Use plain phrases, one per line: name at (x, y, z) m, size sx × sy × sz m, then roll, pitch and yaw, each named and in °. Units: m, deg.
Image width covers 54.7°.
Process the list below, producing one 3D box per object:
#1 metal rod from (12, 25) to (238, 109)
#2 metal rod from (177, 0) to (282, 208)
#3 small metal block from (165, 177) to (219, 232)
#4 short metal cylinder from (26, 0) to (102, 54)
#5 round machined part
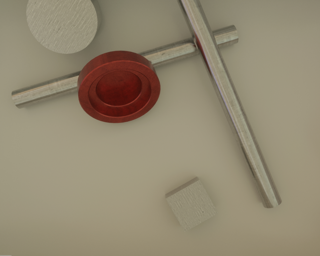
metal rod at (-0.045, -0.081, 0.410) m, size 0.302 × 0.025 × 0.025 m, roll -17°, pitch 90°, yaw -1°
metal rod at (0.089, -0.035, 0.396) m, size 0.025 × 0.025 × 0.299 m, roll -24°, pitch 97°, yaw 0°
small metal block at (0.041, 0.101, 0.412) m, size 0.050 × 0.025 × 0.050 m, roll -29°, pitch 90°, yaw -1°
short metal cylinder at (-0.115, -0.137, 0.382) m, size 0.081 × 0.050 × 0.079 m, roll -2°, pitch 116°, yaw -4°
round machined part at (-0.052, -0.055, 0.385) m, size 0.099 × 0.098 × 0.042 m, roll -18°, pitch 49°, yaw 0°
